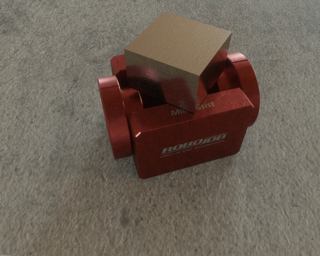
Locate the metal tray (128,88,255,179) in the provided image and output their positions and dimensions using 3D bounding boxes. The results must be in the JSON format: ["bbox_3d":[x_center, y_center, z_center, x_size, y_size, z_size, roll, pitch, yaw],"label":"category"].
[{"bbox_3d":[0.034,0.008,0.354,0.131,0.089,0.030,-14,52,-12],"label":"metal tray"}]

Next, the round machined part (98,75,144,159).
[{"bbox_3d":[-0.043,-0.015,0.368,0.042,0.097,0.098,-12,51,-10],"label":"round machined part"}]

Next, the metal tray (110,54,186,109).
[{"bbox_3d":[0.005,-0.063,0.417,0.131,0.089,0.030,-14,52,-12],"label":"metal tray"}]

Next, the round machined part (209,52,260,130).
[{"bbox_3d":[0.083,-0.045,0.395,0.042,0.097,0.098,-12,51,-10],"label":"round machined part"}]

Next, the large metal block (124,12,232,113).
[{"bbox_3d":[0.020,-0.072,0.330,0.080,0.050,0.080,24,54,18],"label":"large metal block"}]
